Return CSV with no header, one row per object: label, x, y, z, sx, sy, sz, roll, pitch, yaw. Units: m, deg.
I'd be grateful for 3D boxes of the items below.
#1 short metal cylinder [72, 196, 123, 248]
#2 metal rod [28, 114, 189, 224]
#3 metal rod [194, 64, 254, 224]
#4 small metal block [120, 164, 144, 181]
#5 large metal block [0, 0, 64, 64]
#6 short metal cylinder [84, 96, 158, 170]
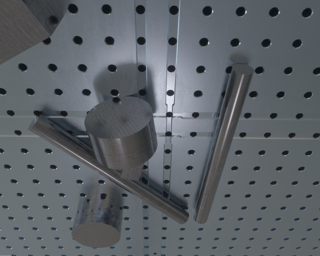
short metal cylinder,-0.106,0.163,0.533,0.081,0.050,0.079,0,130,0
metal rod,-0.061,0.075,0.474,0.025,0.025,0.301,-36,122,26
metal rod,0.083,0.045,0.451,0.025,0.025,0.298,3,130,-3
small metal block,-0.035,0.036,0.426,0.025,0.050,0.050,11,129,-10
large metal block,-0.156,-0.114,0.296,0.080,0.050,0.080,-22,127,17
short metal cylinder,-0.046,0.005,0.379,0.080,0.080,0.050,-5,130,4
